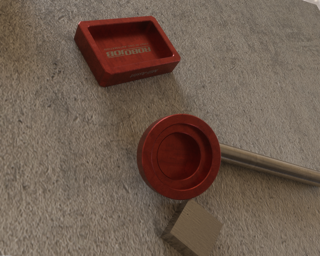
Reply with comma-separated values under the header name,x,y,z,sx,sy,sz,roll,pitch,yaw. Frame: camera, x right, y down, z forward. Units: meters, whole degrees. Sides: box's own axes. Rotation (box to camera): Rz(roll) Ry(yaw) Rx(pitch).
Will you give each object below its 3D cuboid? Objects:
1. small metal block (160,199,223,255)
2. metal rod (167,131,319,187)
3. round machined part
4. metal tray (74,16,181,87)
name,x,y,z,sx,sy,sz,roll,pitch,yaw
small metal block,0.037,0.117,0.354,0.050,0.025,0.050,40,51,-1
metal rod,0.127,0.046,0.446,0.302,0.025,0.025,16,55,-20
round machined part,0.019,0.033,0.369,0.099,0.042,0.097,1,87,-21
metal tray,-0.044,-0.115,0.447,0.131,0.030,0.090,-20,72,-36
